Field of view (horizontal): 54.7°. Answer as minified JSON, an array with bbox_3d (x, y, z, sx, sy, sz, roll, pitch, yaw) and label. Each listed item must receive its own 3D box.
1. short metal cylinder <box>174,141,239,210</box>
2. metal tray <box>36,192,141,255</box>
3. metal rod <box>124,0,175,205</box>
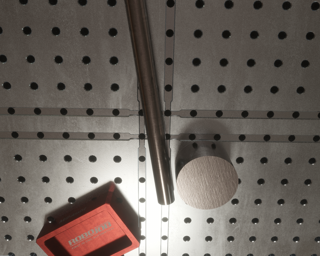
[{"bbox_3d":[0.061,0.063,0.424,0.081,0.050,0.079,0,110,-1],"label":"short metal cylinder"},{"bbox_3d":[-0.106,0.164,0.469,0.130,0.030,0.090,-29,108,9],"label":"metal tray"},{"bbox_3d":[-0.011,-0.033,0.401,0.025,0.025,0.298,-8,110,2],"label":"metal rod"}]
